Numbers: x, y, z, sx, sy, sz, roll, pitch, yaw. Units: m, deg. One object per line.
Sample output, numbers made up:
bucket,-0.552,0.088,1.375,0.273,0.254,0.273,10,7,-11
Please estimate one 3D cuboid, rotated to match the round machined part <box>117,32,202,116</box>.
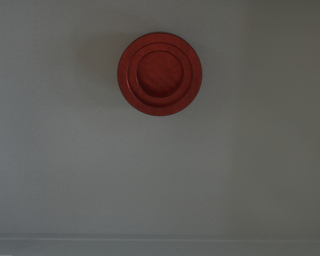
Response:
round machined part,0.000,-0.067,0.378,0.099,0.042,0.097,0,110,0
